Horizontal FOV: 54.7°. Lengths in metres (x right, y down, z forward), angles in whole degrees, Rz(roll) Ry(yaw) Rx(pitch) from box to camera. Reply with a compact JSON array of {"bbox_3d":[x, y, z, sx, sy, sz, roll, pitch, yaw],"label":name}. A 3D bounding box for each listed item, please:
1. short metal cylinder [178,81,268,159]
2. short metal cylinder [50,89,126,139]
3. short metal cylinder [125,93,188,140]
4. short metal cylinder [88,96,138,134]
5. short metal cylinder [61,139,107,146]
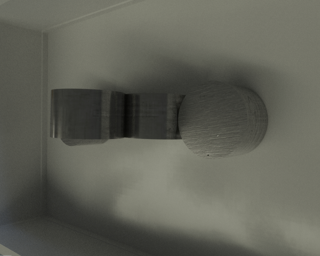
[{"bbox_3d":[0.067,-0.008,0.333,0.080,0.050,0.080,0,90,40],"label":"short metal cylinder"},{"bbox_3d":[-0.080,-0.015,0.345,0.080,0.081,0.050,2,92,40],"label":"short metal cylinder"},{"bbox_3d":[-0.004,-0.014,0.372,0.080,0.081,0.050,2,92,40],"label":"short metal cylinder"},{"bbox_3d":[-0.066,-0.016,0.423,0.080,0.081,0.050,2,92,40],"label":"short metal cylinder"},{"bbox_3d":[-0.118,-0.013,0.486,0.080,0.050,0.080,0,90,40],"label":"short metal cylinder"}]
